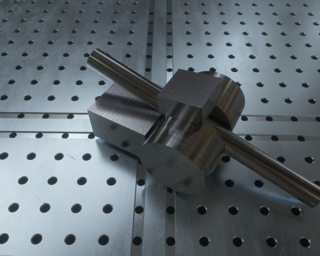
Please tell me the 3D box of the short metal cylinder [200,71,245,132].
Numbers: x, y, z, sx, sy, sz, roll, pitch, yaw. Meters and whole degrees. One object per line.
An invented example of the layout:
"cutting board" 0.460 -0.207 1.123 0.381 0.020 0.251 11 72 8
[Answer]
"short metal cylinder" 0.059 -0.024 0.389 0.080 0.080 0.050 22 54 17

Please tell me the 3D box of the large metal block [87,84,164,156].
"large metal block" -0.032 -0.018 0.398 0.080 0.050 0.080 23 54 18

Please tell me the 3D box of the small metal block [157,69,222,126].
"small metal block" 0.032 -0.034 0.329 0.050 0.025 0.050 18 52 25

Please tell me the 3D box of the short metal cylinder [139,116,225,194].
"short metal cylinder" 0.024 0.028 0.344 0.080 0.080 0.050 24 54 18

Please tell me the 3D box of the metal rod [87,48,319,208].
"metal rod" 0.046 -0.004 0.355 0.301 0.025 0.025 33 56 6
